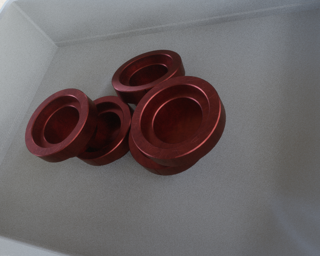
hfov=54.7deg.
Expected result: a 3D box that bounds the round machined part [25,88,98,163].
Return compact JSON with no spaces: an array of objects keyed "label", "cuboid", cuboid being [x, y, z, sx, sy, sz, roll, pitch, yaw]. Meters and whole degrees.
[{"label":"round machined part","cuboid":[-0.122,0.000,0.403,0.098,0.042,0.098,-13,56,21]}]

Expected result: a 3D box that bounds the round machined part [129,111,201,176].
[{"label":"round machined part","cuboid":[0.015,0.013,0.378,0.098,0.042,0.098,-13,56,21]}]

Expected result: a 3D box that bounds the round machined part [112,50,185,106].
[{"label":"round machined part","cuboid":[-0.013,-0.063,0.426,0.098,0.042,0.098,-13,39,12]}]

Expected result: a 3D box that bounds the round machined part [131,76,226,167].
[{"label":"round machined part","cuboid":[0.022,-0.004,0.331,0.098,0.042,0.098,-13,56,21]}]

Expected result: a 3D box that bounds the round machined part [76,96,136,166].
[{"label":"round machined part","cuboid":[-0.073,0.007,0.427,0.098,0.042,0.098,-13,56,21]}]
